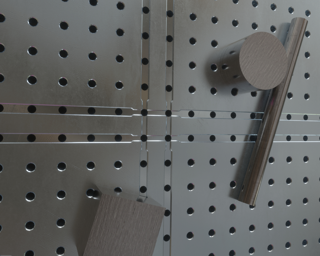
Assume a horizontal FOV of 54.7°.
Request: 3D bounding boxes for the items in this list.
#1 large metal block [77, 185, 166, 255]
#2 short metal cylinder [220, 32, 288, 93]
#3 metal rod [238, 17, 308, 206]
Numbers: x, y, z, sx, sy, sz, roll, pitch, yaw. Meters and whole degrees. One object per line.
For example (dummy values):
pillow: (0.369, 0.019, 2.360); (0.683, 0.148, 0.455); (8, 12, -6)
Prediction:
large metal block: (-0.049, 0.123, 0.382); (0.081, 0.050, 0.080); (18, 84, -19)
short metal cylinder: (0.135, -0.093, 0.449); (0.081, 0.050, 0.080); (0, 90, -20)
metal rod: (0.175, -0.029, 0.476); (0.025, 0.025, 0.299); (21, 83, -19)
